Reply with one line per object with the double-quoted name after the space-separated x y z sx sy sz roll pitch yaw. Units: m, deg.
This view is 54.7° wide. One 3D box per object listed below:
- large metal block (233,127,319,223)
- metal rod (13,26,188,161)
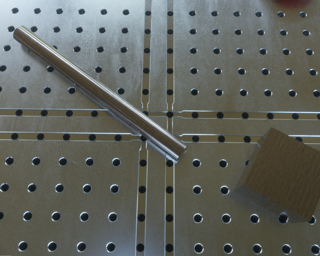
0.149 0.058 0.378 0.080 0.050 0.080 29 72 10 "large metal block"
-0.090 -0.054 0.430 0.300 0.025 0.025 36 74 12 "metal rod"
